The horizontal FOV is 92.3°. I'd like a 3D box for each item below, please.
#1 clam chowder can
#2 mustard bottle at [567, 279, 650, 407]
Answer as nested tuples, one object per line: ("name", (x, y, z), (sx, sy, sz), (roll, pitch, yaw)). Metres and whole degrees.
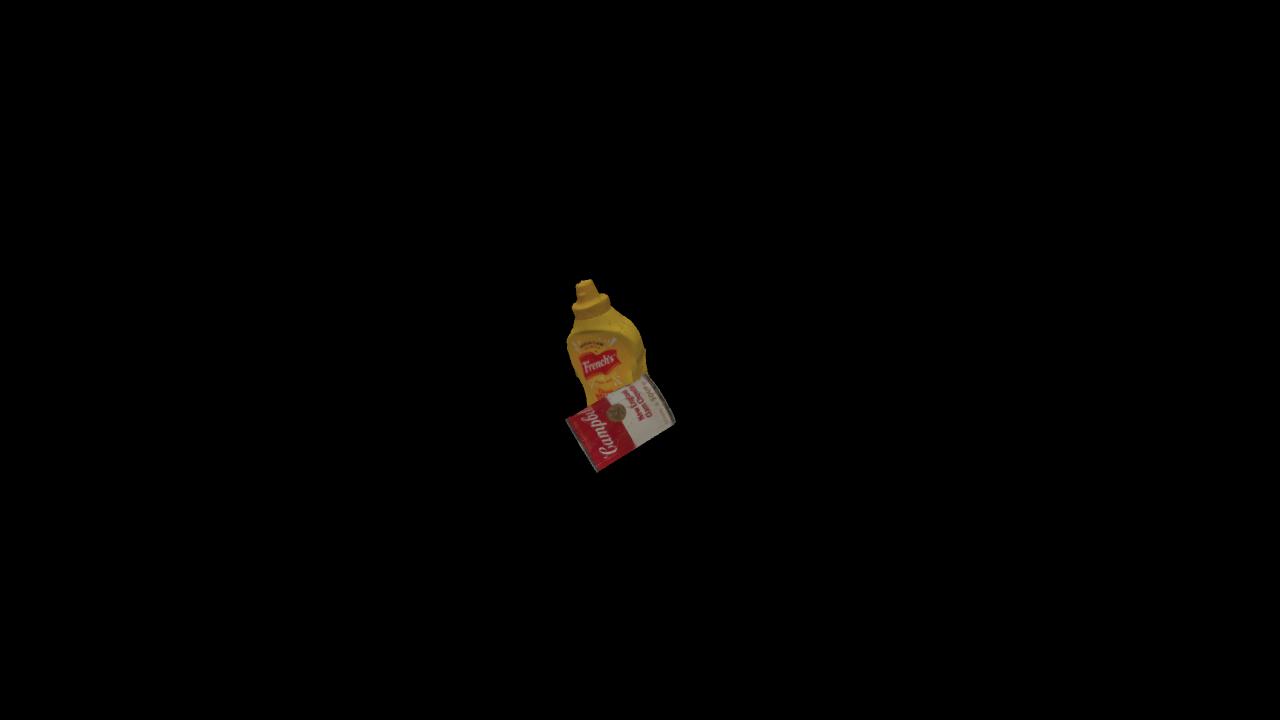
("clam chowder can", (-0.021, 0.068, 0.671), (0.102, 0.068, 0.068), (-31, 5, -8))
("mustard bottle", (-0.035, -0.002, 0.685), (0.092, 0.184, 0.054), (-2, 25, 35))
